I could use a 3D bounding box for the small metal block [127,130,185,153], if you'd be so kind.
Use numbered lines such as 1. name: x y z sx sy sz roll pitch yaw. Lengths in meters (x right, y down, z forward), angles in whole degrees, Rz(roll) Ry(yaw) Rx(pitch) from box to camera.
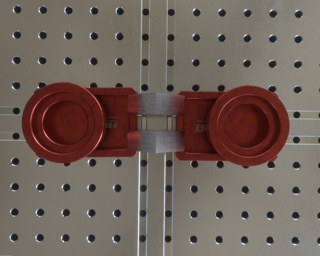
1. small metal block: -0.005 0.016 0.386 0.050 0.050 0.025 1 90 44

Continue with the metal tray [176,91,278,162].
1. metal tray: 0.086 -0.002 0.412 0.131 0.030 0.089 1 90 0

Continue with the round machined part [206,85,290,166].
1. round machined part: 0.107 -0.003 0.393 0.099 0.042 0.097 0 90 0

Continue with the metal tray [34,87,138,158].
1. metal tray: -0.095 -0.007 0.411 0.131 0.030 0.089 -1 92 0

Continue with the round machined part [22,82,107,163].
1. round machined part: -0.116 -0.006 0.391 0.099 0.042 0.097 0 90 0

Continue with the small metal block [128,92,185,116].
1. small metal block: -0.005 -0.029 0.386 0.050 0.050 0.025 1 90 44
